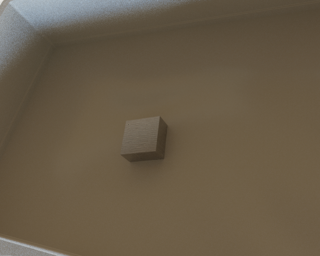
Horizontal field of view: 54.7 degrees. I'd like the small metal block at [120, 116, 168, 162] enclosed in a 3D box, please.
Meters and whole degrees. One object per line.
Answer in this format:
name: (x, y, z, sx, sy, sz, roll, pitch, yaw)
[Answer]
small metal block: (-0.020, 0.015, 0.406, 0.050, 0.025, 0.050, -7, 58, 24)
